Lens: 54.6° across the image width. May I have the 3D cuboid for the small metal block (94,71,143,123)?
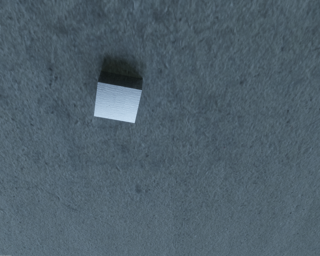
[{"bbox_3d":[-0.051,-0.037,0.375,0.050,0.025,0.050,10,130,-8],"label":"small metal block"}]
